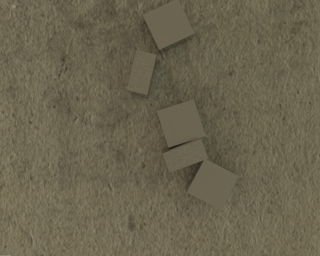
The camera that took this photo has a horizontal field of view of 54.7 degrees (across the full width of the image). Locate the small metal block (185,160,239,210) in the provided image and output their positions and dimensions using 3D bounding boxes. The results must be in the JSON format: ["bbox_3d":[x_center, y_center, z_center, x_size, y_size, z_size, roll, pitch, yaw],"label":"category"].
[{"bbox_3d":[0.068,0.073,0.411,0.050,0.025,0.050,28,90,-1],"label":"small metal block"}]

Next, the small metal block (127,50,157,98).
[{"bbox_3d":[-0.022,-0.067,0.397,0.025,0.050,0.050,13,90,0],"label":"small metal block"}]

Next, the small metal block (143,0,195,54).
[{"bbox_3d":[0.011,-0.133,0.410,0.050,0.025,0.050,-25,90,-1],"label":"small metal block"}]

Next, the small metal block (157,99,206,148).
[{"bbox_3d":[0.027,-0.006,0.410,0.050,0.025,0.050,-18,90,-1],"label":"small metal block"}]

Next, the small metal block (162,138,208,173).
[{"bbox_3d":[0.030,0.033,0.398,0.050,0.050,0.025,-20,91,0],"label":"small metal block"}]
